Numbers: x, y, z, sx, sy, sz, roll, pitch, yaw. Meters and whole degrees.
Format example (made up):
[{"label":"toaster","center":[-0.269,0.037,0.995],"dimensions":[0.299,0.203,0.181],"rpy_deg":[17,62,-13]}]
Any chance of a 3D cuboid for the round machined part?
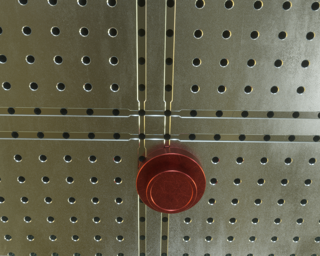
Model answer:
[{"label":"round machined part","center":[0.016,0.080,0.434],"dimensions":[0.099,0.042,0.097],"rpy_deg":[0,110,-1]}]
